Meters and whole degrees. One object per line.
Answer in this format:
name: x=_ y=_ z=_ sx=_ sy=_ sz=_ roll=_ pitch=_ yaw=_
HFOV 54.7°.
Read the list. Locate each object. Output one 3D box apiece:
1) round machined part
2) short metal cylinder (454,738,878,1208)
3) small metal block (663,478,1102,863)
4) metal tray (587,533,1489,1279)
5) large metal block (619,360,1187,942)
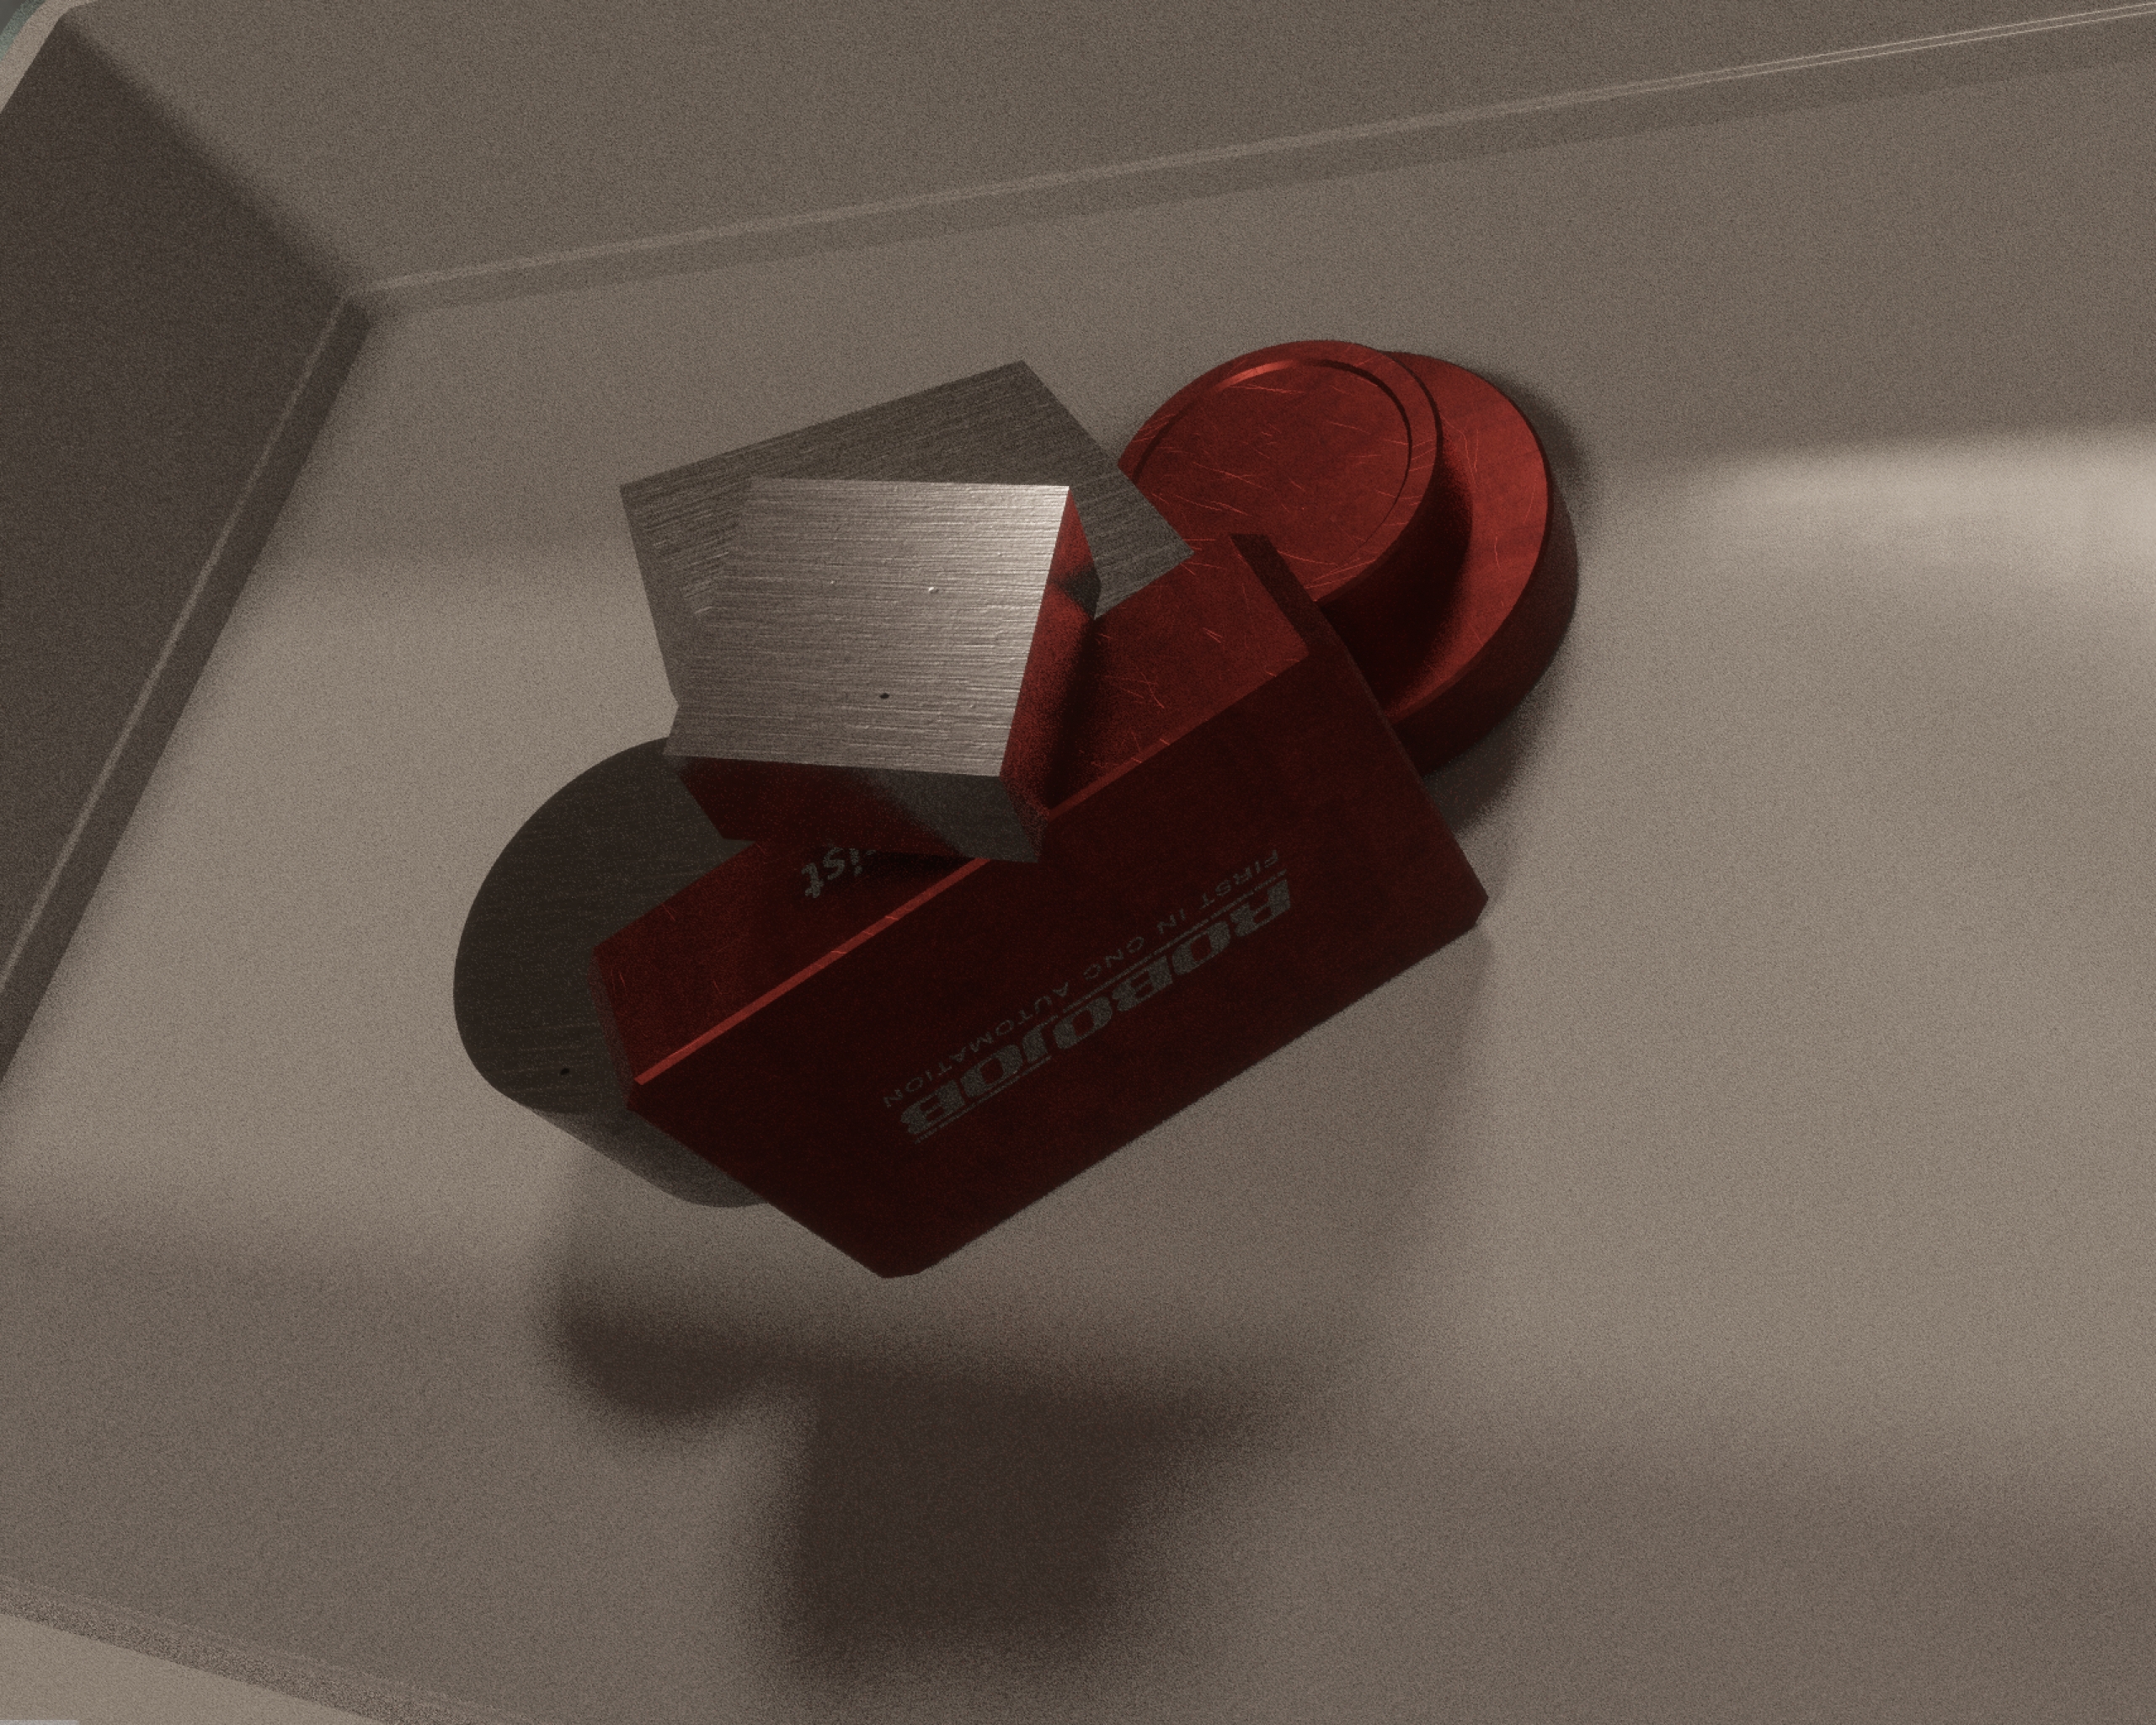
round machined part: x=0.044 y=-0.063 z=0.407 sx=0.098 sy=0.042 sz=0.098 roll=-13 pitch=56 yaw=20
short metal cylinder: x=-0.074 y=0.022 z=0.411 sx=0.080 sy=0.050 sz=0.080 roll=-13 pitch=56 yaw=20
small metal block: x=-0.028 y=-0.029 z=0.313 sx=0.050 sy=0.025 sz=0.050 roll=4 pitch=62 yaw=15
metal tray: x=-0.003 y=0.013 z=0.354 sx=0.130 sy=0.090 sz=0.030 roll=-33 pitch=51 yaw=6
large metal block: x=-0.027 y=-0.039 z=0.379 sx=0.081 sy=0.050 sz=0.080 roll=-22 pitch=49 yaw=-16
